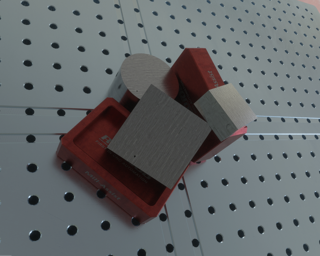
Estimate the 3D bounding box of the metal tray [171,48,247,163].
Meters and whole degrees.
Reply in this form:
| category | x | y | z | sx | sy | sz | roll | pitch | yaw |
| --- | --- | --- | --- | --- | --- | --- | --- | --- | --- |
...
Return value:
| category | x | y | z | sx | sy | sz | roll | pitch | yaw |
| --- | --- | --- | --- | --- | --- | --- | --- | --- | --- |
| metal tray | 0.051 | -0.030 | 0.414 | 0.030 | 0.090 | 0.130 | -10 | 67 | -33 |

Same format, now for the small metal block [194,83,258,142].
| category | x | y | z | sx | sy | sz | roll | pitch | yaw |
| --- | --- | --- | --- | --- | --- | --- | --- | --- | --- |
| small metal block | 0.073 | -0.019 | 0.340 | 0.050 | 0.025 | 0.050 | -22 | 74 | -48 |

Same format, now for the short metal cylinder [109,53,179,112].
| category | x | y | z | sx | sy | sz | roll | pitch | yaw |
| --- | --- | --- | --- | --- | --- | --- | --- | --- | --- |
| short metal cylinder | -0.022 | -0.052 | 0.413 | 0.081 | 0.050 | 0.080 | 14 | 56 | -21 |

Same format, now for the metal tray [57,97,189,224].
| category | x | y | z | sx | sy | sz | roll | pitch | yaw |
| --- | --- | --- | --- | --- | --- | --- | --- | --- | --- |
| metal tray | -0.040 | 0.035 | 0.362 | 0.130 | 0.030 | 0.090 | 40 | 51 | -1 |

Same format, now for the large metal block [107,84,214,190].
| category | x | y | z | sx | sy | sz | roll | pitch | yaw |
| --- | --- | --- | --- | --- | --- | --- | --- | --- | --- |
| large metal block | -0.002 | 0.009 | 0.347 | 0.080 | 0.050 | 0.080 | 35 | 87 | -6 |
